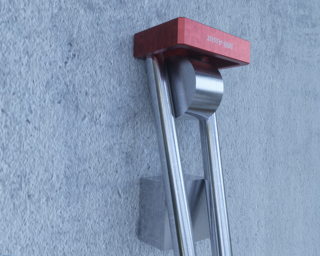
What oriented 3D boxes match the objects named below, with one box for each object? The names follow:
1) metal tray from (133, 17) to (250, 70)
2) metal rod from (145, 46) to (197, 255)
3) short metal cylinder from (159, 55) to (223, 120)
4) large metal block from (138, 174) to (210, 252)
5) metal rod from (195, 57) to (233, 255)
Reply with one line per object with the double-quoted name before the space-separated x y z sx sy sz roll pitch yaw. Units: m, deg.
"metal tray" 0.043 -0.102 0.401 0.131 0.090 0.030 3 89 -40
"metal rod" 0.014 0.043 0.360 0.025 0.025 0.299 3 73 -40
"short metal cylinder" 0.034 -0.050 0.402 0.050 0.080 0.079 3 89 -41
"large metal block" 0.020 0.106 0.407 0.081 0.050 0.079 2 89 -40
"metal rod" 0.069 0.046 0.405 0.025 0.025 0.299 11 68 -40
